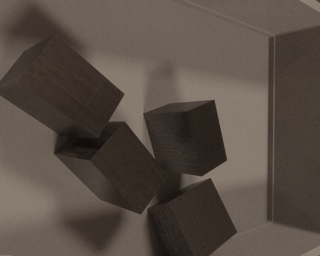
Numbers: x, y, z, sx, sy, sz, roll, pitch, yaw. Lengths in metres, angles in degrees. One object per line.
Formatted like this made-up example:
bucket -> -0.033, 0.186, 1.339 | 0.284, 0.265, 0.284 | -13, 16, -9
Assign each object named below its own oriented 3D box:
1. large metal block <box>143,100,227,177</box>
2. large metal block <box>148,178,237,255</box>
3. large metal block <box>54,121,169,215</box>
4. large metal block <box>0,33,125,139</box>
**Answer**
large metal block -> 0.032, 0.011, 0.400 | 0.050, 0.080, 0.080 | -24, 105, -38
large metal block -> 0.044, 0.123, 0.413 | 0.081, 0.050, 0.080 | -20, 81, -39
large metal block -> -0.052, 0.039, 0.329 | 0.050, 0.080, 0.080 | -52, 121, -28
large metal block -> -0.095, -0.034, 0.292 | 0.080, 0.080, 0.050 | 41, 65, -33
